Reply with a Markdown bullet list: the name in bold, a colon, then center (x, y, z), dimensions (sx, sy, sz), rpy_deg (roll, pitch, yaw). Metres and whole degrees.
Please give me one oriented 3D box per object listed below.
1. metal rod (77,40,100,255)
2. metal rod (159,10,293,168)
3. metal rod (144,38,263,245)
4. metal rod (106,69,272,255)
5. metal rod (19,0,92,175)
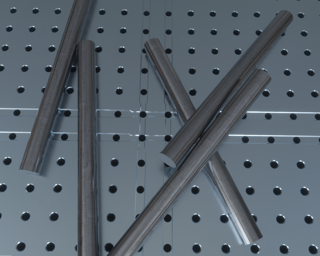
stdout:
- **metal rod**: center (-0.095, 0.017, 0.404), dimensions (0.025, 0.025, 0.299), rpy_deg (-5, 70, -2)
- **metal rod**: center (0.101, -0.066, 0.419), dimensions (0.025, 0.025, 0.301), rpy_deg (37, 67, 12)
- **metal rod**: center (0.049, 0.004, 0.410), dimensions (0.025, 0.025, 0.299), rpy_deg (-23, 72, -8)
- **metal rod**: center (0.036, 0.048, 0.372), dimensions (0.025, 0.025, 0.300), rpy_deg (38, 82, 12)
- **metal rod**: center (-0.140, -0.083, 0.440), dimensions (0.025, 0.025, 0.299), rpy_deg (9, 70, 3)
